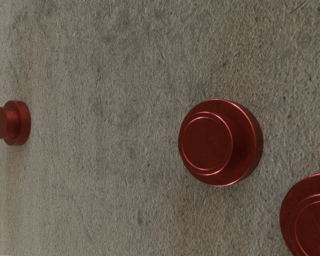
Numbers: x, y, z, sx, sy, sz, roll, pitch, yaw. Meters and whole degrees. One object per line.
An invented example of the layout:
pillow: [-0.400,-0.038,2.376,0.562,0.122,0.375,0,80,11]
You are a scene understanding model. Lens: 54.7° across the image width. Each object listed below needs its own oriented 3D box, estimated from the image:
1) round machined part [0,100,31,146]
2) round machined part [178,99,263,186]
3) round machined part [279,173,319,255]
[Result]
round machined part: [-0.318,-0.010,0.657,0.098,0.042,0.097,0,90,40]
round machined part: [0.059,0.016,0.345,0.098,0.042,0.097,0,90,40]
round machined part: [0.153,0.087,0.268,0.098,0.042,0.097,0,90,40]
